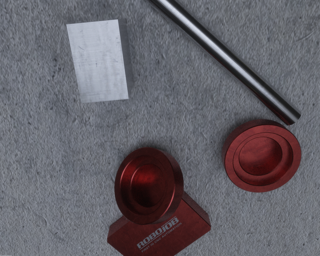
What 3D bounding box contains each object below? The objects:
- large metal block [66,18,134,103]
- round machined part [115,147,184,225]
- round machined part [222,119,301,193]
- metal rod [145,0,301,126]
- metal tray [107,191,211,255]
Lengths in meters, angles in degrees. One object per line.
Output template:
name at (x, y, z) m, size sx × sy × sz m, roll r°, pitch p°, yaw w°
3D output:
large metal block at (-0.062, -0.079, 0.350) m, size 0.050 × 0.080 × 0.079 m, roll -5°, pitch 110°, yaw 1°
round machined part at (-0.010, 0.077, 0.410) m, size 0.098 × 0.098 × 0.042 m, roll -49°, pitch 145°, yaw 15°
round machined part at (0.132, 0.034, 0.415) m, size 0.099 × 0.042 × 0.097 m, roll 0°, pitch 110°, yaw -1°
metal rod at (0.059, -0.103, 0.372) m, size 0.301 × 0.025 × 0.025 m, roll 38°, pitch 106°, yaw -13°
metal tray at (-0.002, 0.149, 0.462) m, size 0.130 × 0.030 × 0.090 m, roll -40°, pitch 106°, yaw 13°
